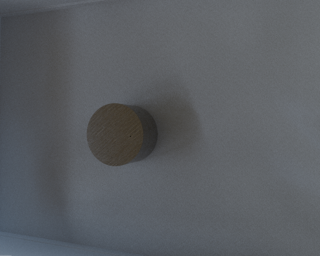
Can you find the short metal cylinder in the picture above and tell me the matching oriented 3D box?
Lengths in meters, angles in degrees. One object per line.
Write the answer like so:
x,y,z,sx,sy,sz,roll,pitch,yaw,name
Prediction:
-0.049,0.008,0.415,0.080,0.050,0.080,0,90,20,short metal cylinder
